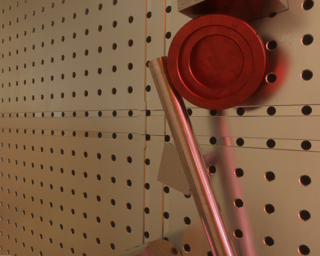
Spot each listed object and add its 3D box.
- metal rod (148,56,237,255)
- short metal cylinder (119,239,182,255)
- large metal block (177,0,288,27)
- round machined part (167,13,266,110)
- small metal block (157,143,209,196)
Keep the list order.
[{"bbox_3d":[0.046,0.064,0.343,0.025,0.025,0.299,-22,85,37],"label":"metal rod"},{"bbox_3d":[-0.011,0.184,0.381,0.050,0.081,0.080,-31,71,35],"label":"short metal cylinder"},{"bbox_3d":[0.073,-0.143,0.312,0.080,0.081,0.050,-8,84,39],"label":"large metal block"},{"bbox_3d":[0.061,-0.072,0.329,0.098,0.042,0.097,7,114,17],"label":"round machined part"},{"bbox_3d":[0.028,0.049,0.385,0.050,0.025,0.050,19,102,38],"label":"small metal block"}]
